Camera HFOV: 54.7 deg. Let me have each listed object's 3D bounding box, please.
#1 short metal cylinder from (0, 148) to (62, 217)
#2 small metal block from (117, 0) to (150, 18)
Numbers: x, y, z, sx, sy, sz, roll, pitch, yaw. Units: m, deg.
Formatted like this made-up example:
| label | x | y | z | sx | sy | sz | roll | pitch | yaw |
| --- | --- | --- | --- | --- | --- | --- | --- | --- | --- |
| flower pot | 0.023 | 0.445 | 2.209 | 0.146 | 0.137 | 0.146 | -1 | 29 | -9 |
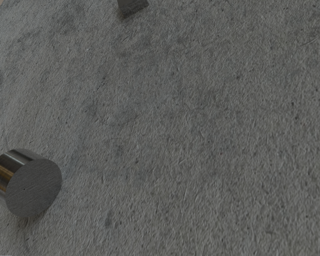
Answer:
| label | x | y | z | sx | sy | sz | roll | pitch | yaw |
| --- | --- | --- | --- | --- | --- | --- | --- | --- | --- |
| short metal cylinder | -0.183 | 0.073 | 0.420 | 0.050 | 0.080 | 0.080 | 16 | 70 | 34 |
| small metal block | -0.052 | -0.241 | 0.579 | 0.050 | 0.025 | 0.050 | -25 | 53 | 12 |
